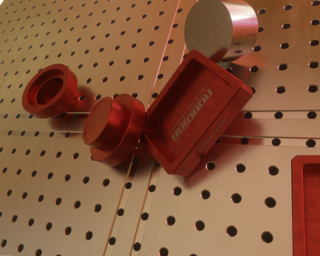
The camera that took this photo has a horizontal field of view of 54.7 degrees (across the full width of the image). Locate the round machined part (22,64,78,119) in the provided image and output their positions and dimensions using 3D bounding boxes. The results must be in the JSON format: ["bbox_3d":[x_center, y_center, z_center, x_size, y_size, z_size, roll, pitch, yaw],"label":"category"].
[{"bbox_3d":[-0.180,-0.057,0.524,0.098,0.042,0.098,-13,56,20],"label":"round machined part"}]

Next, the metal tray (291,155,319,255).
[{"bbox_3d":[0.163,0.088,0.265,0.090,0.030,0.130,-3,60,26],"label":"metal tray"}]

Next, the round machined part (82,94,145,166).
[{"bbox_3d":[-0.066,-0.002,0.409,0.098,0.042,0.098,-33,43,37],"label":"round machined part"}]

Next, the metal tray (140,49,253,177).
[{"bbox_3d":[0.034,-0.018,0.371,0.129,0.030,0.090,-53,50,14],"label":"metal tray"}]

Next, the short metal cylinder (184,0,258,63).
[{"bbox_3d":[0.078,-0.125,0.400,0.050,0.079,0.080,-16,39,-37],"label":"short metal cylinder"}]
